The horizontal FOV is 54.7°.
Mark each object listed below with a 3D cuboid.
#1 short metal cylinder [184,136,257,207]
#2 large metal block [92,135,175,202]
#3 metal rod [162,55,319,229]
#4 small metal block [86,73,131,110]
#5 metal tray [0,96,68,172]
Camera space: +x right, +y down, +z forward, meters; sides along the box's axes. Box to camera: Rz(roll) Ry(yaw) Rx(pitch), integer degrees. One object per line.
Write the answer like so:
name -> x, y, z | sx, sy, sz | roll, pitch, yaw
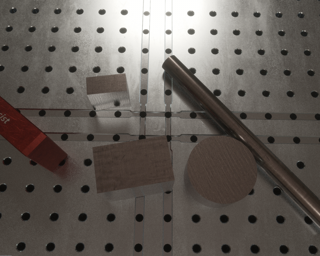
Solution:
short metal cylinder -> 0.072, 0.055, 0.379 | 0.081, 0.050, 0.080 | 0, 70, -1
large metal block -> -0.029, 0.051, 0.364 | 0.081, 0.080, 0.050 | -9, 71, -4
metal rod -> 0.110, 0.012, 0.408 | 0.025, 0.025, 0.300 | -39, 75, -13
small metal block -> -0.068, -0.047, 0.415 | 0.050, 0.050, 0.025 | -7, 71, -3
metal tray -> -0.180, -0.006, 0.377 | 0.130, 0.090, 0.030 | 37, 74, 12
